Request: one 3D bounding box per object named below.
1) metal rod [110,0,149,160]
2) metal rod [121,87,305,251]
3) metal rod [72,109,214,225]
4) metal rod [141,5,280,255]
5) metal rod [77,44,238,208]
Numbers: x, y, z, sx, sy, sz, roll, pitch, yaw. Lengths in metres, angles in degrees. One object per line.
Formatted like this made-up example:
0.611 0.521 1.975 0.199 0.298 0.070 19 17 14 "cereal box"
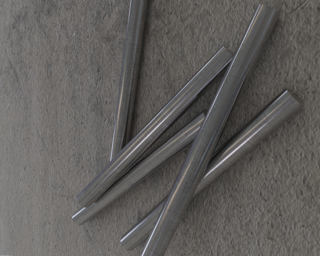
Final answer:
-0.040 -0.095 0.438 0.025 0.025 0.298 14 99 39 "metal rod"
0.042 0.066 0.369 0.299 0.025 0.025 -48 62 29 "metal rod"
-0.038 0.069 0.436 0.299 0.025 0.025 -40 66 32 "metal rod"
0.050 0.015 0.337 0.025 0.025 0.298 30 101 36 "metal rod"
-0.018 0.013 0.403 0.299 0.025 0.025 -45 63 25 "metal rod"
